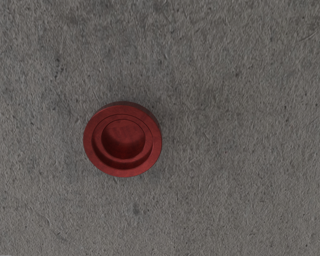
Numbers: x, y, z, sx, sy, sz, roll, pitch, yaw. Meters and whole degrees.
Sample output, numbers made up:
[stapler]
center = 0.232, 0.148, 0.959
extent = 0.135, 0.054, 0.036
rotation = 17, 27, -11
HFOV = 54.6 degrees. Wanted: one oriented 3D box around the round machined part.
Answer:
[round machined part]
center = -0.046, 0.012, 0.405
extent = 0.099, 0.042, 0.097
rotation = 0, 110, 0
